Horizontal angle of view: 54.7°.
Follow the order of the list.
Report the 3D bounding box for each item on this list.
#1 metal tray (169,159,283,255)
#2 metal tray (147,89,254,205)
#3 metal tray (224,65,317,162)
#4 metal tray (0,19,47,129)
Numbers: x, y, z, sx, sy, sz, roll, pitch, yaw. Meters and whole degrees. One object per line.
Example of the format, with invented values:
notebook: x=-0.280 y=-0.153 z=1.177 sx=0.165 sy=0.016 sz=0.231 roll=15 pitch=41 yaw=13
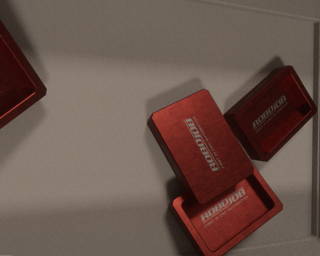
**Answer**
metal tray: x=0.089 y=0.107 z=0.423 sx=0.131 sy=0.030 sz=0.090 roll=-29 pitch=75 yaw=-19
metal tray: x=0.053 y=0.024 z=0.410 sx=0.091 sy=0.030 sz=0.130 roll=-27 pitch=83 yaw=-18
metal tray: x=0.171 y=-0.023 z=0.472 sx=0.130 sy=0.030 sz=0.090 roll=-40 pitch=103 yaw=-16
metal tray: x=-0.184 y=-0.063 z=0.300 sx=0.090 sy=0.030 sz=0.129 roll=-48 pitch=130 yaw=-31
